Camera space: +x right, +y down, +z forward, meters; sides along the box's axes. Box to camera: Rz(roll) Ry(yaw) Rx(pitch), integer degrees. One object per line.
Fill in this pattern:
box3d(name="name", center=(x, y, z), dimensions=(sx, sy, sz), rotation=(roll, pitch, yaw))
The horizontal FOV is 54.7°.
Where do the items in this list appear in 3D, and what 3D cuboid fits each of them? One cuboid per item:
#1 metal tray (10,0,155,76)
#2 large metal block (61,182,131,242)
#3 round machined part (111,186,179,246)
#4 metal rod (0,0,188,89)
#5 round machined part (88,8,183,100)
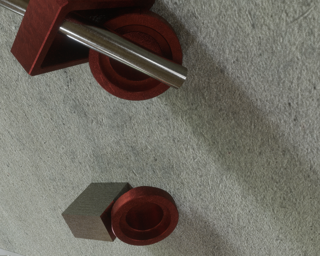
box3d(name="metal tray", center=(-0.072, -0.104, 0.310), dimensions=(0.030, 0.131, 0.090), rotation=(51, 129, 5))
box3d(name="large metal block", center=(-0.095, 0.133, 0.504), dimensions=(0.080, 0.080, 0.050), rotation=(-7, 115, 31))
box3d(name="round machined part", center=(-0.024, 0.127, 0.468), dimensions=(0.099, 0.042, 0.097), rotation=(-5, 118, -9))
box3d(name="metal rod", center=(-0.109, -0.107, 0.277), dimensions=(0.302, 0.025, 0.025), rotation=(23, 132, -20))
box3d(name="round machined part", center=(-0.027, -0.083, 0.342), dimensions=(0.099, 0.042, 0.097), rotation=(-2, 126, -3))
